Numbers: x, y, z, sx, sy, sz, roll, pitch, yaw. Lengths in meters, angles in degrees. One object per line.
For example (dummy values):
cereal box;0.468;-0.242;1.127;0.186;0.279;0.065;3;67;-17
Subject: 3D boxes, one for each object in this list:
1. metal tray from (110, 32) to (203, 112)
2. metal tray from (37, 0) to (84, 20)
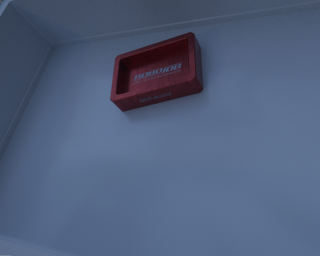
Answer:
metal tray;-0.006;-0.081;0.453;0.130;0.030;0.090;-12;57;21
metal tray;-0.226;-0.306;0.707;0.090;0.030;0.130;-47;52;-5
